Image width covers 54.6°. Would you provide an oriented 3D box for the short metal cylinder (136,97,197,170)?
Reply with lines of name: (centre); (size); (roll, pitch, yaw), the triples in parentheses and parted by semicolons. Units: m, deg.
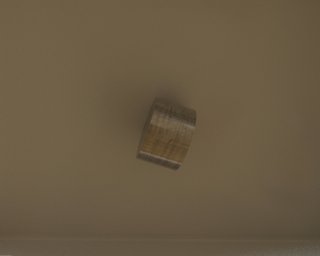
short metal cylinder: (0.007, 0.007, 0.385); (0.050, 0.080, 0.080); (18, 109, -7)
